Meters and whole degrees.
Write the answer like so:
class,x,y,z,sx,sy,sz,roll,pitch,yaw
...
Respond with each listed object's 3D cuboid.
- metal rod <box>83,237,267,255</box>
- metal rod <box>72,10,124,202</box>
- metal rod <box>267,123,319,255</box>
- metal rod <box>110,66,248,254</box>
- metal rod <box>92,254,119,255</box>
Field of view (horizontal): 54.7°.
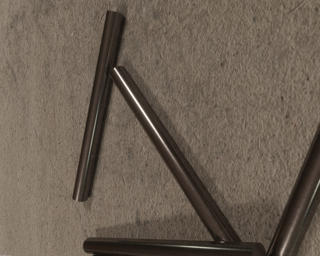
class,x,y,z,sx,sy,sz,roll,pitch,yaw
metal rod,-0.010,0.153,0.390,0.299,0.025,0.025,-19,78,44
metal rod,-0.099,-0.027,0.483,0.025,0.025,0.298,21,103,37
metal rod,0.138,0.061,0.290,0.025,0.025,0.298,26,106,37
metal rod,0.013,0.032,0.392,0.025,0.025,0.299,-48,62,29
metal rod,0.002,0.177,0.383,0.299,0.025,0.025,-18,79,43
